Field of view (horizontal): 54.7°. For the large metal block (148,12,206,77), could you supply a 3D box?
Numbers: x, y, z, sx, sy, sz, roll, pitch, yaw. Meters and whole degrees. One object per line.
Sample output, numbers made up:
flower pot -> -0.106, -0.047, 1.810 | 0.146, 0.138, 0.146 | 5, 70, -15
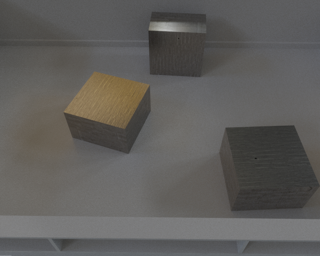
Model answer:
large metal block -> 0.026, -0.127, 0.476 | 0.080, 0.080, 0.050 | 4, 50, 3

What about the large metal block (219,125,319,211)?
large metal block -> 0.118, 0.045, 0.352 | 0.081, 0.050, 0.080 | -2, 50, -2

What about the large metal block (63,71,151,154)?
large metal block -> -0.064, -0.022, 0.407 | 0.080, 0.050, 0.080 | 15, 52, 12
